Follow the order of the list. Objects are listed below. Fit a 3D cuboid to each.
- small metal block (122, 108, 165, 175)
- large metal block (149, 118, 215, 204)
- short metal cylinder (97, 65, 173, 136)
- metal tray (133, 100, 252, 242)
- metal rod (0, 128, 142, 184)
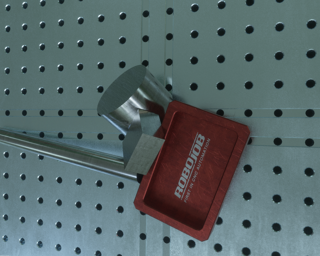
[{"bbox_3d":[-0.020,0.015,0.342,0.025,0.050,0.050,17,119,-20],"label":"small metal block"},{"bbox_3d":[0.015,0.035,0.392,0.080,0.050,0.080,-37,79,16],"label":"large metal block"},{"bbox_3d":[-0.032,-0.032,0.387,0.080,0.080,0.050,-36,121,16],"label":"short metal cylinder"},{"bbox_3d":[0.035,0.044,0.341,0.090,0.030,0.129,22,97,18],"label":"metal tray"},{"bbox_3d":[-0.147,0.030,0.432,0.300,0.025,0.025,10,93,30],"label":"metal rod"}]
